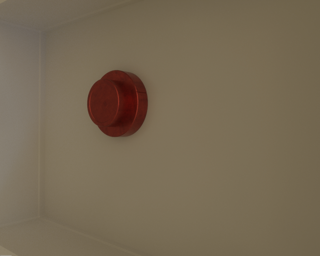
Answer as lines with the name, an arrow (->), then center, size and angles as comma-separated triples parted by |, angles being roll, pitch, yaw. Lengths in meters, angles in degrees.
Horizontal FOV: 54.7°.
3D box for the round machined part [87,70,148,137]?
round machined part -> -0.068, -0.035, 0.449 | 0.098, 0.042, 0.097 | 0, 90, 39
